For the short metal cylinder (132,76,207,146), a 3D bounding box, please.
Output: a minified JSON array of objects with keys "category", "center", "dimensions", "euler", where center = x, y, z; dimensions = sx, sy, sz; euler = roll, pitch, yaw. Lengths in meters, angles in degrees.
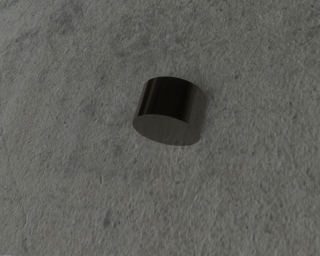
[{"category":"short metal cylinder","center":[0.013,-0.018,0.372],"dimensions":[0.080,0.080,0.050],"euler":[1,62,28]}]
